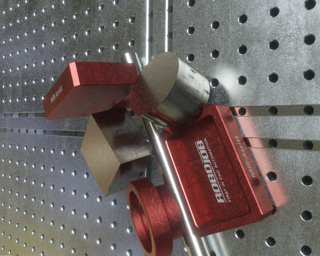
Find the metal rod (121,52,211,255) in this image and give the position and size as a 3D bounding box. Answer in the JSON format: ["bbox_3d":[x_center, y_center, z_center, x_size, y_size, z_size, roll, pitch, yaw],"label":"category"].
[{"bbox_3d":[0.005,0.035,0.400,0.025,0.025,0.299,-31,71,35],"label":"metal rod"}]

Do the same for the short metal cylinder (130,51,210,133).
[{"bbox_3d":[0.010,-0.041,0.361,0.080,0.050,0.080,-31,45,36],"label":"short metal cylinder"}]

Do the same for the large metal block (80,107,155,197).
[{"bbox_3d":[-0.060,0.031,0.414,0.080,0.050,0.079,55,140,25],"label":"large metal block"}]

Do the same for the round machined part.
[{"bbox_3d":[-0.005,0.107,0.379,0.098,0.042,0.097,166,90,-70],"label":"round machined part"}]

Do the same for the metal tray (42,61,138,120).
[{"bbox_3d":[-0.097,-0.048,0.423,0.130,0.091,0.030,-27,75,52],"label":"metal tray"}]

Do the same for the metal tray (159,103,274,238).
[{"bbox_3d":[0.058,0.049,0.353,0.090,0.030,0.130,-31,71,35],"label":"metal tray"}]
